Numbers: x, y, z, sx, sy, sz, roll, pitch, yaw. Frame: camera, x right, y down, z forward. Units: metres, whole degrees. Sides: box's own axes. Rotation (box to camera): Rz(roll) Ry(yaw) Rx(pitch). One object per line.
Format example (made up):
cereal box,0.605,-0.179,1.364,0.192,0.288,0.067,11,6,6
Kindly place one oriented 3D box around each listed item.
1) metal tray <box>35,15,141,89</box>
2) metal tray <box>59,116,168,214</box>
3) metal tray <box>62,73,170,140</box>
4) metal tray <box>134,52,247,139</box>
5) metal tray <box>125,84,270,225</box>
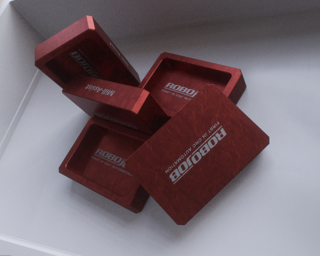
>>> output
metal tray,-0.095,-0.081,0.433,0.090,0.130,0.030,-27,53,12
metal tray,-0.061,0.043,0.403,0.130,0.030,0.090,17,70,34
metal tray,-0.053,-0.024,0.401,0.130,0.090,0.030,17,71,34
metal tray,0.034,-0.047,0.410,0.130,0.030,0.090,23,74,36
metal tray,0.039,0.028,0.337,0.130,0.030,0.090,-43,80,-2
